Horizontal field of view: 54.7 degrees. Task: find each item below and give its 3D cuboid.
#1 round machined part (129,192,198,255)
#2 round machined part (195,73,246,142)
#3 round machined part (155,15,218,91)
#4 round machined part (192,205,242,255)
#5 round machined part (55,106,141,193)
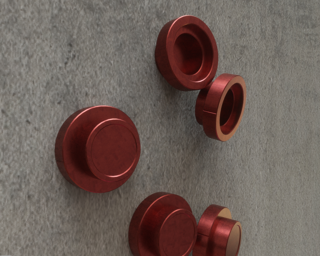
[{"bbox_3d":[0.011,0.136,0.405,0.099,0.042,0.097,0,90,-40],"label":"round machined part"},{"bbox_3d":[0.087,-0.032,0.456,0.099,0.042,0.097,-28,127,-46],"label":"round machined part"},{"bbox_3d":[0.032,-0.099,0.422,0.099,0.042,0.097,0,90,-40],"label":"round machined part"},{"bbox_3d":[0.088,0.165,0.453,0.099,0.042,0.097,-17,110,-55],"label":"round machined part"},{"bbox_3d":[-0.061,0.024,0.344,0.099,0.042,0.097,0,90,-40],"label":"round machined part"}]
